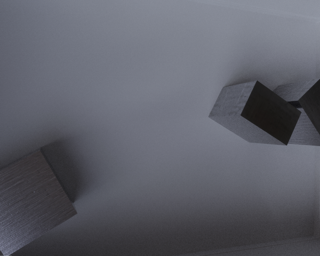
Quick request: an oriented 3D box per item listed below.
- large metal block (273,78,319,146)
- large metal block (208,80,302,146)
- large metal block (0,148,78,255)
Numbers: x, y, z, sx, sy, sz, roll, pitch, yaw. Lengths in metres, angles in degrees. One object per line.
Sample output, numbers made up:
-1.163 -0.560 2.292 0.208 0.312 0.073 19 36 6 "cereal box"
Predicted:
0.209 -0.021 0.458 0.050 0.080 0.080 -41 103 -15 "large metal block"
0.128 -0.018 0.428 0.080 0.080 0.050 30 80 -18 "large metal block"
-0.150 0.077 0.342 0.080 0.050 0.080 -30 100 -18 "large metal block"
